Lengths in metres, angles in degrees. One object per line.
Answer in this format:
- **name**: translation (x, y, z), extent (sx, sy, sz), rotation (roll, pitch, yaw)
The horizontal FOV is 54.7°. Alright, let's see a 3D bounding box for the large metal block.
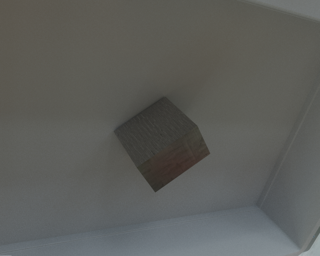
- **large metal block**: translation (0.001, 0.017, 0.382), extent (0.080, 0.080, 0.050), rotation (-34, 129, -6)
